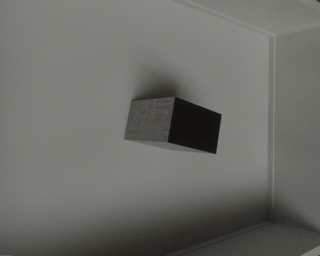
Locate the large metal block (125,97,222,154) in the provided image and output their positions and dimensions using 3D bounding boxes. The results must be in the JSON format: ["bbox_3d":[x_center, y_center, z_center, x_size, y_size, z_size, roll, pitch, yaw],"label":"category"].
[{"bbox_3d":[0.016,-0.001,0.383,0.081,0.080,0.050,16,80,-39],"label":"large metal block"}]
